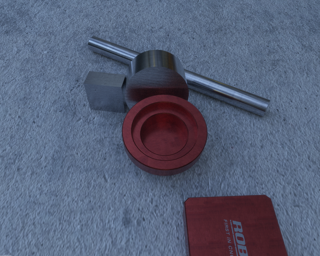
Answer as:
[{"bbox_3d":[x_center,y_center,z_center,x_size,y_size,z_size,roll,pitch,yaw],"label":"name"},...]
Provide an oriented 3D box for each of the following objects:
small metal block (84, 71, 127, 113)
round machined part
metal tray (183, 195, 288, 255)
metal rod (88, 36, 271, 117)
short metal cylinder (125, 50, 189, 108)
[{"bbox_3d":[-0.073,-0.049,0.428,0.050,0.050,0.025,7,51,5],"label":"small metal block"},{"bbox_3d":[0.005,0.012,0.374,0.099,0.042,0.098,1,62,-2],"label":"round machined part"},{"bbox_3d":[0.073,0.130,0.292,0.091,0.030,0.130,-2,50,-2],"label":"metal tray"},{"bbox_3d":[0.017,-0.085,0.474,0.301,0.025,0.025,24,54,18],"label":"metal rod"},{"bbox_3d":[-0.005,-0.056,0.409,0.081,0.079,0.050,-2,37,-2],"label":"short metal cylinder"}]
